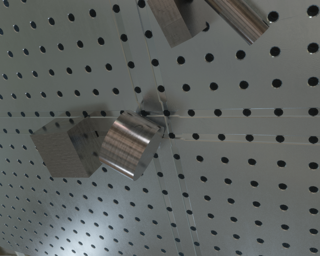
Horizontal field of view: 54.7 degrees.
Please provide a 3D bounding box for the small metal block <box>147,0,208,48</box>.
[{"bbox_3d":[0.019,-0.115,0.314,0.025,0.050,0.050,-19,109,35],"label":"small metal block"}]

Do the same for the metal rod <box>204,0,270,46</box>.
[{"bbox_3d":[-0.011,-0.194,0.296,0.300,0.025,0.025,44,129,-3],"label":"metal rod"}]

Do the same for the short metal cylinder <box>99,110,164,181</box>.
[{"bbox_3d":[-0.036,0.023,0.409,0.050,0.080,0.079,28,128,11],"label":"short metal cylinder"}]

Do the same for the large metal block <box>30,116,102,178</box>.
[{"bbox_3d":[-0.143,0.031,0.490,0.080,0.050,0.080,-5,116,30],"label":"large metal block"}]
